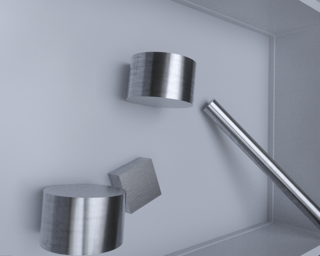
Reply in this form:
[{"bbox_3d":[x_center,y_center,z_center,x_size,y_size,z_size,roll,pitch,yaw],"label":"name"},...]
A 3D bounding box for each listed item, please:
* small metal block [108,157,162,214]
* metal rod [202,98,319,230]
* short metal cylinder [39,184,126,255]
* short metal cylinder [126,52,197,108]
[{"bbox_3d":[-0.030,0.070,0.383,0.050,0.025,0.050,-25,106,-37],"label":"small metal block"},{"bbox_3d":[0.180,0.069,0.488,0.300,0.025,0.025,45,60,-5],"label":"metal rod"},{"bbox_3d":[-0.076,0.087,0.309,0.081,0.080,0.050,5,87,-40],"label":"short metal cylinder"},{"bbox_3d":[0.002,-0.055,0.374,0.081,0.080,0.050,9,85,-40],"label":"short metal cylinder"}]
